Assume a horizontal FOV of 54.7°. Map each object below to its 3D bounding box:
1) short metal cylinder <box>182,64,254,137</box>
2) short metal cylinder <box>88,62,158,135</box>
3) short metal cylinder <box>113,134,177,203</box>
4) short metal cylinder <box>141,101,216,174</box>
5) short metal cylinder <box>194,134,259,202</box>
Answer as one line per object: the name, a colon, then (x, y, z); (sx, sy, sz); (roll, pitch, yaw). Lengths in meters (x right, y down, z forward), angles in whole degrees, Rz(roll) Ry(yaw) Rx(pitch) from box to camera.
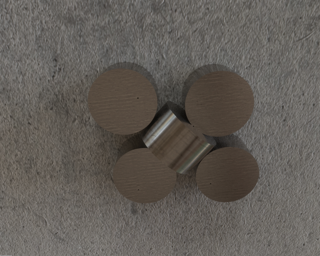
short metal cylinder: (0.069, -0.035, 0.384); (0.081, 0.050, 0.079); (0, 110, -1)
short metal cylinder: (-0.043, -0.038, 0.382); (0.081, 0.050, 0.079); (0, 110, -1)
short metal cylinder: (-0.019, 0.053, 0.416); (0.081, 0.050, 0.079); (0, 110, -1)
short metal cylinder: (0.023, 0.011, 0.386); (0.080, 0.080, 0.050); (38, 106, -13)
short metal cylinder: (0.086, 0.052, 0.417); (0.081, 0.050, 0.079); (0, 110, -1)
